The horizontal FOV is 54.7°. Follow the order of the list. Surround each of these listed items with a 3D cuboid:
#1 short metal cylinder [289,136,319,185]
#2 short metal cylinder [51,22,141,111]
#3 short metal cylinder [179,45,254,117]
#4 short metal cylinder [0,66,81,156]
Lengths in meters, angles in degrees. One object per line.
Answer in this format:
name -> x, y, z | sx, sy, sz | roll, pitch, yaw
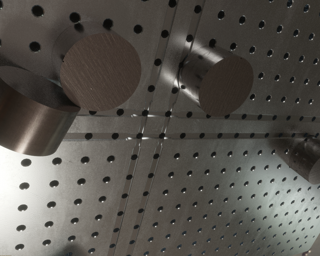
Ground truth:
short metal cylinder -> 0.300, 0.063, 0.602 | 0.081, 0.050, 0.079 | -14, 124, -21
short metal cylinder -> -0.066, -0.064, 0.320 | 0.081, 0.050, 0.079 | -14, 125, -21
short metal cylinder -> 0.071, -0.061, 0.398 | 0.081, 0.050, 0.079 | -14, 125, -21
short metal cylinder -> -0.125, -0.017, 0.298 | 0.080, 0.080, 0.050 | 23, 106, -37
